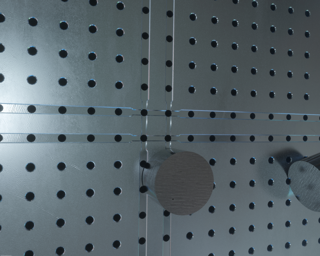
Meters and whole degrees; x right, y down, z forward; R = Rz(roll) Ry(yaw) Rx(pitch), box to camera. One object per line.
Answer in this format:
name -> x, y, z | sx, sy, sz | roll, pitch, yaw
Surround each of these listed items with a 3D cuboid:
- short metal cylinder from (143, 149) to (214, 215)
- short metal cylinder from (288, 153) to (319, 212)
short metal cylinder -> 0.023, 0.069, 0.408 | 0.081, 0.050, 0.079 | 0, 90, -20
short metal cylinder -> 0.246, 0.081, 0.474 | 0.050, 0.080, 0.080 | -16, 96, -19
